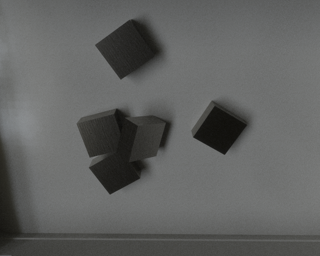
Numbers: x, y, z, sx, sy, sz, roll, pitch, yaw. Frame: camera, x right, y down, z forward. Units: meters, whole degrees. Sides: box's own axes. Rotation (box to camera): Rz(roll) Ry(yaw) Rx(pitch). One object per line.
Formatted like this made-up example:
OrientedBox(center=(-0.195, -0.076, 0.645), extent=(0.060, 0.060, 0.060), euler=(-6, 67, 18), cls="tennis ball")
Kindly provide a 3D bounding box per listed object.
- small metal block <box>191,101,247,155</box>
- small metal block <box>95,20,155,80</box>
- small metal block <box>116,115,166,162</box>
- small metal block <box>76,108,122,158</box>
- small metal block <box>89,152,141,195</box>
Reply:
OrientedBox(center=(0.077, 0.000, 0.412), extent=(0.050, 0.025, 0.050), euler=(29, 107, -11), cls="small metal block")
OrientedBox(center=(-0.041, -0.095, 0.376), extent=(0.050, 0.025, 0.050), euler=(-33, 107, 11), cls="small metal block")
OrientedBox(center=(-0.024, 0.013, 0.401), extent=(0.025, 0.050, 0.050), euler=(30, 114, 36), cls="small metal block")
OrientedBox(center=(-0.076, 0.007, 0.413), extent=(0.050, 0.025, 0.050), euler=(-14, 109, 5), cls="small metal block")
OrientedBox(center=(-0.061, 0.057, 0.432), extent=(0.050, 0.025, 0.050), euler=(-30, 108, 10), cls="small metal block")
